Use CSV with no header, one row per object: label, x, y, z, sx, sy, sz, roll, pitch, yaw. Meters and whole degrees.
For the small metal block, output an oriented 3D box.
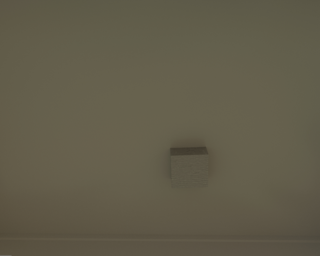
small metal block,0.040,0.055,0.432,0.050,0.025,0.050,-2,110,0
